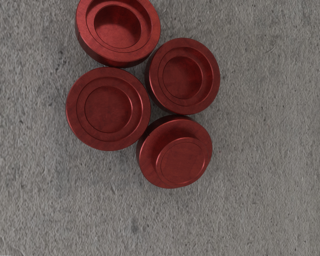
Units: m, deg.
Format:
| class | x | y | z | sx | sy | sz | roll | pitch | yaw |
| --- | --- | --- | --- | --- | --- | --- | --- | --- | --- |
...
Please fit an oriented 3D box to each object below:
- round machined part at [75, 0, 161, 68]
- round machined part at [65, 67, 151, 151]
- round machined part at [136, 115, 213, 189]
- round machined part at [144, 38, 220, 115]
| class | x | y | z | sx | sy | sz | roll | pitch | yaw |
| --- | --- | --- | --- | --- | --- | --- | --- | --- | --- |
| round machined part | -0.052 | -0.117 | 0.374 | 0.099 | 0.042 | 0.098 | 4 | 77 | -18 |
| round machined part | -0.064 | -0.022 | 0.376 | 0.099 | 0.042 | 0.097 | 0 | 90 | -20 |
| round machined part | 0.022 | 0.035 | 0.391 | 0.099 | 0.042 | 0.097 | -7 | 113 | -16 |
| round machined part | 0.026 | -0.065 | 0.409 | 0.099 | 0.042 | 0.097 | 0 | 90 | -20 |
